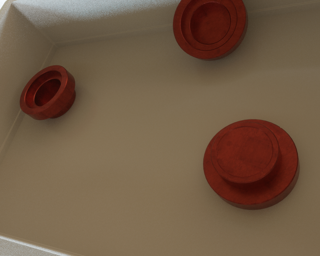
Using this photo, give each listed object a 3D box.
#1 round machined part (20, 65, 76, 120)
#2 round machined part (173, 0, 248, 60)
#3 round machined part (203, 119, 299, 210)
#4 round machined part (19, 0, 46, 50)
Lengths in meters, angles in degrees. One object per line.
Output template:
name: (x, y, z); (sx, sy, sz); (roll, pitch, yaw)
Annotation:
round machined part: (-0.184, -0.055, 0.526); (0.098, 0.042, 0.098); (-13, 56, 21)
round machined part: (0.071, -0.142, 0.426); (0.098, 0.042, 0.097); (2, 95, 23)
round machined part: (0.092, 0.032, 0.326); (0.098, 0.042, 0.098); (-13, 56, 21)
round machined part: (-0.264, -0.214, 0.645); (0.042, 0.097, 0.098); (-8, 49, -21)
